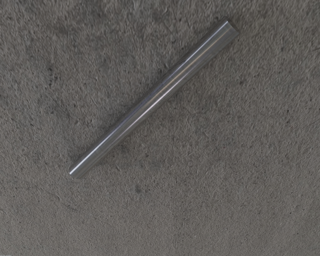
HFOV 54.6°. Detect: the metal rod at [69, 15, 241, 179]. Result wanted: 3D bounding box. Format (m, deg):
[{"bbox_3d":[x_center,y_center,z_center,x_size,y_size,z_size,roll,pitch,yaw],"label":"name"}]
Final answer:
[{"bbox_3d":[-0.025,-0.020,0.389,0.025,0.025,0.299,34,122,-26],"label":"metal rod"}]
